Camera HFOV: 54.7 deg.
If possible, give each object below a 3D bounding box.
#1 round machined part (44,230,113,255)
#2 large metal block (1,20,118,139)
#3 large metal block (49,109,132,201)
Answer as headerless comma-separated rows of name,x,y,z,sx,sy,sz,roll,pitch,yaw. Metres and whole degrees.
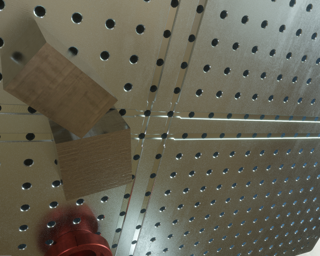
round machined part,-0.122,0.189,0.450,0.099,0.042,0.097,-14,124,-21
large metal block,-0.097,-0.047,0.294,0.050,0.080,0.080,-46,129,4
large metal block,-0.081,0.030,0.370,0.081,0.050,0.079,-12,124,-22
